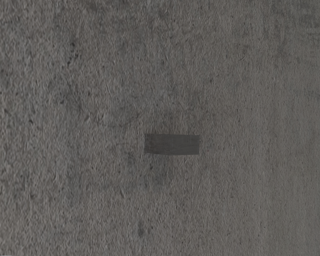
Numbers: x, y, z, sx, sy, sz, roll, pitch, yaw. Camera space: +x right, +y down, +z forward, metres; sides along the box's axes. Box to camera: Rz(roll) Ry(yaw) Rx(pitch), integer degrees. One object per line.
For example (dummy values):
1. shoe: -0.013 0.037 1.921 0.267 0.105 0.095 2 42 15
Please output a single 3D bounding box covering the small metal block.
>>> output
1. small metal block: 0.015 0.021 0.400 0.050 0.050 0.025 2 89 -40
